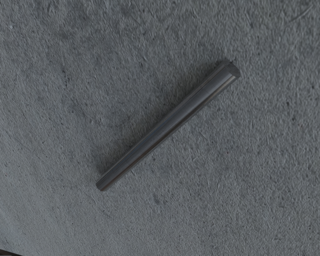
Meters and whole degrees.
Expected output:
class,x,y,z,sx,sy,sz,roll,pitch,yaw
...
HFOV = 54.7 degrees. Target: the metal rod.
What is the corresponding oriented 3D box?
class,x,y,z,sx,sy,sz,roll,pitch,yaw
metal rod,-0.009,0.015,0.422,0.025,0.025,0.299,45,129,-3
